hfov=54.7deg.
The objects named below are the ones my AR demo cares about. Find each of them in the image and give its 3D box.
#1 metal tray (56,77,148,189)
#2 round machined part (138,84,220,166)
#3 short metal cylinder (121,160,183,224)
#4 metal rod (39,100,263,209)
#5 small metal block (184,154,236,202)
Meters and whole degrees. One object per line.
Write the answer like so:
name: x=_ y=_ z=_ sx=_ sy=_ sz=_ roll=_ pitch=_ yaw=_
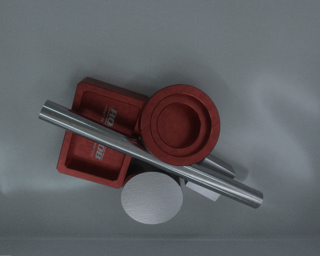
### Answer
metal tray: x=-0.075 y=0.009 z=0.408 sx=0.091 sy=0.030 sz=0.129 roll=17 pitch=109 yaw=-7
round machined part: x=0.021 y=-0.003 z=0.387 sx=0.099 sy=0.042 sz=0.097 roll=0 pitch=88 yaw=-14
short metal cylinder: x=-0.011 y=0.084 z=0.426 sx=0.081 sy=0.050 sz=0.079 roll=0 pitch=110 yaw=-1
metal rod: x=-0.002 y=0.038 z=0.393 sx=0.302 sy=0.025 sz=0.025 roll=24 pitch=108 yaw=-12
small metal block: x=0.069 y=0.067 z=0.435 sx=0.050 sy=0.025 sz=0.050 roll=30 pitch=107 yaw=-11
